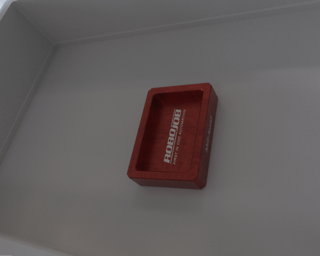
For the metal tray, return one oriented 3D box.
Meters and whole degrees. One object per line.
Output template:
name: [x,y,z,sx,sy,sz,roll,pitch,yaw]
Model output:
metal tray: [0.018,0.008,0.388,0.090,0.030,0.130,-2,61,27]
